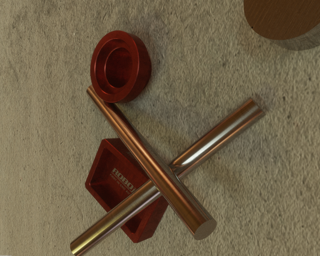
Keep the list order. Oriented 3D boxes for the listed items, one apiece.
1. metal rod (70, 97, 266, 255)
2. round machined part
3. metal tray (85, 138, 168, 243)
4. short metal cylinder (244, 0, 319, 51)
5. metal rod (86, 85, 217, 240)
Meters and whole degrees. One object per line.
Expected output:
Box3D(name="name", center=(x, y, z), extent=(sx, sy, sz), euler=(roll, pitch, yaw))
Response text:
Box3D(name="metal rod", center=(-0.005, 0.070, 0.370), extent=(0.299, 0.025, 0.025), euler=(-41, 65, 19))
Box3D(name="round machined part", center=(-0.051, -0.083, 0.436), extent=(0.098, 0.042, 0.097), euler=(0, 90, 40))
Box3D(name="metal tray", center=(-0.048, 0.084, 0.441), extent=(0.130, 0.030, 0.089), euler=(37, 113, 33))
Box3D(name="short metal cylinder", center=(0.126, -0.116, 0.285), extent=(0.080, 0.050, 0.080), euler=(0, 90, 40))
Box3D(name="metal rod", center=(-0.032, 0.017, 0.386), extent=(0.300, 0.025, 0.025), euler=(46, 118, 46))
